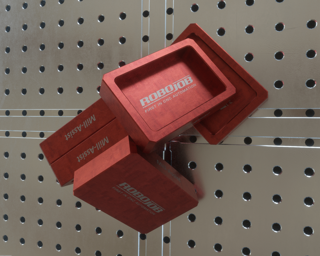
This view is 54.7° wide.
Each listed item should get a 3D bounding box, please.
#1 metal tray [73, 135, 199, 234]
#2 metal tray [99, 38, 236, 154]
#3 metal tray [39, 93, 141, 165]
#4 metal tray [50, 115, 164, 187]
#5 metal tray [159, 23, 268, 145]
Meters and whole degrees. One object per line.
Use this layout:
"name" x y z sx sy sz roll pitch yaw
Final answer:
"metal tray" -0.026 0.074 0.371 0.090 0.130 0.030 -34 38 17
"metal tray" 0.011 -0.041 0.348 0.131 0.030 0.090 -31 76 -29
"metal tray" -0.078 0.000 0.404 0.130 0.090 0.030 -34 79 16
"metal tray" -0.062 0.025 0.397 0.130 0.090 0.030 -34 79 16
"metal tray" 0.057 -0.054 0.388 0.090 0.030 0.130 -45 77 14
